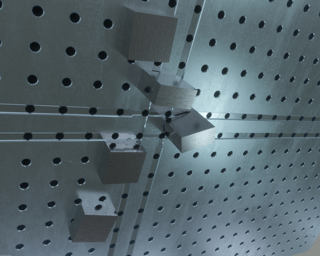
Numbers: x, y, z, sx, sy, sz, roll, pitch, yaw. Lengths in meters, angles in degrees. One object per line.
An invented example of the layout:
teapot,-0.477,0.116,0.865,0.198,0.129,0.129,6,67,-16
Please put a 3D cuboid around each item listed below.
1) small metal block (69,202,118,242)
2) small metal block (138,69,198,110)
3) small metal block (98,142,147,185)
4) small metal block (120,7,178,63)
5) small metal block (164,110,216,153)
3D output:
small metal block,-0.096,0.136,0.444,0.050,0.025,0.050,14,111,-35
small metal block,0.008,-0.047,0.372,0.050,0.050,0.025,4,116,-31
small metal block,-0.051,0.047,0.414,0.050,0.025,0.050,3,117,-30
small metal block,-0.013,-0.102,0.343,0.050,0.025,0.050,-2,120,-28
small metal block,0.040,0.004,0.421,0.050,0.050,0.025,-17,125,-19
